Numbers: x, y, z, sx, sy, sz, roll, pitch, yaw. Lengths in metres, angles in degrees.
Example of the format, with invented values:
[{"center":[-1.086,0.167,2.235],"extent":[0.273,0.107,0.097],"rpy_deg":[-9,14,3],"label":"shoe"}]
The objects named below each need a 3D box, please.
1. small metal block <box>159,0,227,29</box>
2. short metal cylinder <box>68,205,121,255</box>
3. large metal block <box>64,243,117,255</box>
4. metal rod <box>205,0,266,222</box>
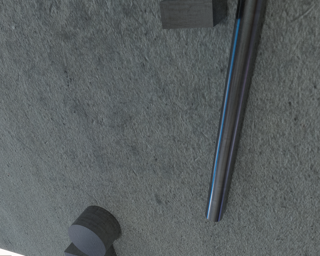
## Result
[{"center":[0.034,-0.115,0.301],"extent":[0.050,0.050,0.025],"rpy_deg":[6,121,25],"label":"small metal block"},{"center":[-0.121,0.191,0.573],"extent":[0.080,0.050,0.079],"rpy_deg":[13,124,21],"label":"short metal cylinder"},{"center":[-0.135,0.268,0.628],"extent":[0.080,0.050,0.080],"rpy_deg":[2,120,27],"label":"large metal block"},{"center":[0.081,-0.001,0.363],"extent":[0.025,0.025,0.298],"rpy_deg":[15,125,20],"label":"metal rod"}]
